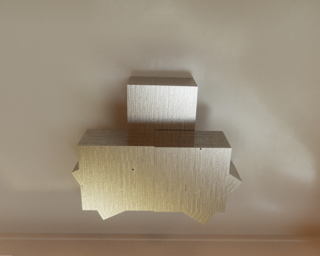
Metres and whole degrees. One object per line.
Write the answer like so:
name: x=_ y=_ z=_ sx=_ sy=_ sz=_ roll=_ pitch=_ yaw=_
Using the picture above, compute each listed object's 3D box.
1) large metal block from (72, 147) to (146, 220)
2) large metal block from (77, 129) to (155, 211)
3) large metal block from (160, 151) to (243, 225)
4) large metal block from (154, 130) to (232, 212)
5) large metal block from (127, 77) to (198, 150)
large metal block: x=-0.057 y=0.065 z=0.419 sx=0.080 sy=0.050 sz=0.080 roll=-25 pitch=108 yaw=8
large metal block: x=-0.047 y=0.047 z=0.360 sx=0.081 sy=0.050 sz=0.079 roll=1 pitch=110 yaw=-1
large metal block: x=0.049 y=0.070 z=0.421 sx=0.080 sy=0.050 sz=0.080 roll=33 pitch=107 yaw=-11
large metal block: x=0.034 y=0.049 z=0.360 sx=0.081 sy=0.050 sz=0.079 roll=1 pitch=110 yaw=-1
large metal block: x=0.002 y=-0.020 z=0.389 sx=0.081 sy=0.050 sz=0.079 roll=1 pitch=110 yaw=-1
